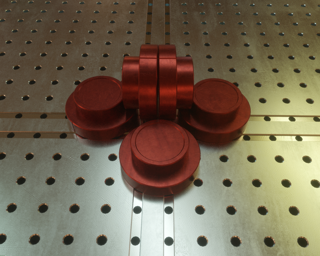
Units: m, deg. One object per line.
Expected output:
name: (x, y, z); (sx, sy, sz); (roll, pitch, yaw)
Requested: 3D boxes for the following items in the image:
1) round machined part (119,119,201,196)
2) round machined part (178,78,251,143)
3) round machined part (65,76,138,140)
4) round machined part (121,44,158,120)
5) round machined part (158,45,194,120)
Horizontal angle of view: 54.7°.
round machined part: (0.000, 0.028, 0.373); (0.099, 0.042, 0.098); (0, 50, 0)
round machined part: (0.074, -0.031, 0.422); (0.099, 0.042, 0.098); (0, 50, 0)
round machined part: (-0.080, -0.034, 0.424); (0.099, 0.042, 0.098); (0, 50, 0)
round machined part: (-0.024, -0.058, 0.401); (0.042, 0.097, 0.098); (1, 50, 1)
round machined part: (0.019, -0.058, 0.402); (0.042, 0.097, 0.098); (-1, 50, -1)
